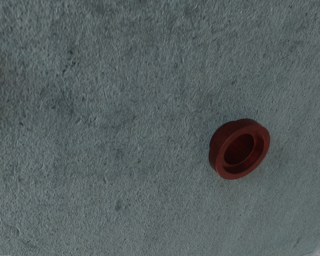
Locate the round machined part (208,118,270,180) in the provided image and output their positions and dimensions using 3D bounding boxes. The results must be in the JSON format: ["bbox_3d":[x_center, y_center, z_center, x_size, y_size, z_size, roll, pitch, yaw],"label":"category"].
[{"bbox_3d":[0.116,0.028,0.476,0.099,0.042,0.097,-14,124,-21],"label":"round machined part"}]
